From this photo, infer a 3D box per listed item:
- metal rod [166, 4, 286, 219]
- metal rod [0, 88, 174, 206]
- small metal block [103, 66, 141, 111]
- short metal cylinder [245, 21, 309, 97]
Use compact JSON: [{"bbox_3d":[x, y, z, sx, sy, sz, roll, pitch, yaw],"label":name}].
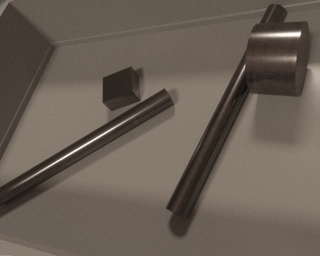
[{"bbox_3d":[0.087,-0.032,0.379,0.025,0.025,0.300,18,71,34],"label":"metal rod"},{"bbox_3d":[-0.116,0.031,0.445,0.300,0.025,0.025,-30,52,8],"label":"metal rod"},{"bbox_3d":[-0.059,-0.059,0.471,0.050,0.025,0.050,-18,55,17],"label":"small metal block"},{"bbox_3d":[0.133,-0.077,0.347,0.050,0.080,0.080,8,66,31],"label":"short metal cylinder"}]
